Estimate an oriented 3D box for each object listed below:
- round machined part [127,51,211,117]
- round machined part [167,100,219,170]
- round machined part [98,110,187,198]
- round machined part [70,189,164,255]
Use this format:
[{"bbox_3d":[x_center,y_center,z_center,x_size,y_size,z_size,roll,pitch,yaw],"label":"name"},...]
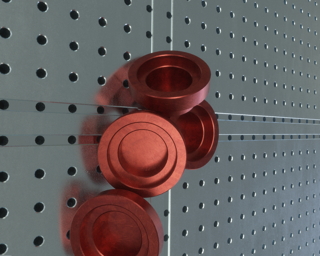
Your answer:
[{"bbox_3d":[0.011,-0.051,0.380,0.098,0.098,0.042,-41,146,-32],"label":"round machined part"},{"bbox_3d":[0.033,0.006,0.424,0.099,0.042,0.097,0,90,-40],"label":"round machined part"},{"bbox_3d":[-0.019,0.027,0.360,0.098,0.042,0.097,0,100,2],"label":"round machined part"},{"bbox_3d":[-0.043,0.114,0.338,0.042,0.098,0.097,-19,105,-75],"label":"round machined part"}]
